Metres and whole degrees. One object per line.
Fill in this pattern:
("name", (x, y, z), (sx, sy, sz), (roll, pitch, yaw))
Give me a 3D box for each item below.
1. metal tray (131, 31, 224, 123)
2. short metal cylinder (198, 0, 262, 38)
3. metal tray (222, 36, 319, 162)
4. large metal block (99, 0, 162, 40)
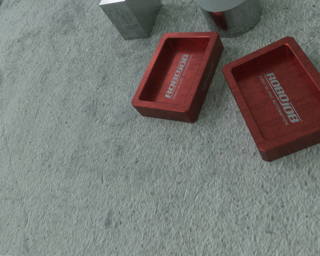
("metal tray", (0.026, -0.075, 0.432), (0.090, 0.030, 0.130), (9, 66, 32))
("short metal cylinder", (0.101, -0.177, 0.444), (0.080, 0.050, 0.080), (-13, 56, 21))
("metal tray", (0.135, -0.036, 0.352), (0.090, 0.030, 0.130), (-24, 53, 13))
("large metal block", (-0.046, -0.207, 0.520), (0.050, 0.080, 0.080), (4, 64, 30))
